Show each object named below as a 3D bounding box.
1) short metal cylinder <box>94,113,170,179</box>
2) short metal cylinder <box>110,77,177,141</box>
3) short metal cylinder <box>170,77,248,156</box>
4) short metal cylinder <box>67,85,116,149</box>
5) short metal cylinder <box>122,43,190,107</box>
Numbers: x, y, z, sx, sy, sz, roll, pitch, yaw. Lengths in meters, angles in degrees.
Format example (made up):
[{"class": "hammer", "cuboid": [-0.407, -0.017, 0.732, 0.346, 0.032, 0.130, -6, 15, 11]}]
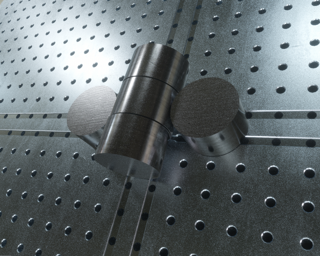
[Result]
[{"class": "short metal cylinder", "cuboid": [-0.033, 0.024, 0.373, 0.080, 0.080, 0.050, 1, 63, 28]}, {"class": "short metal cylinder", "cuboid": [-0.018, -0.021, 0.393, 0.080, 0.080, 0.050, 2, 63, 29]}, {"class": "short metal cylinder", "cuboid": [0.059, -0.013, 0.367, 0.080, 0.050, 0.080, -13, 56, 20]}, {"class": "short metal cylinder", "cuboid": [-0.084, -0.014, 0.442, 0.080, 0.050, 0.080, -13, 56, 20]}, {"class": "short metal cylinder", "cuboid": [-0.005, -0.067, 0.414, 0.080, 0.080, 0.050, 3, 63, 29]}]
